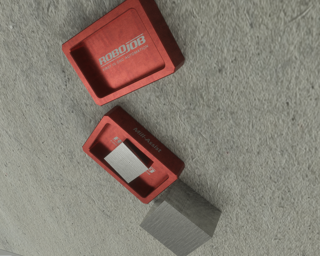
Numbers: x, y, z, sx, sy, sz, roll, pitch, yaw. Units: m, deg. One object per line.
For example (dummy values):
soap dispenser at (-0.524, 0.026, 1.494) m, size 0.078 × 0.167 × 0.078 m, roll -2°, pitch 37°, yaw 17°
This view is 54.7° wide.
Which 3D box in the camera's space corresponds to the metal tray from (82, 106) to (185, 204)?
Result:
metal tray at (-0.041, 0.042, 0.448) m, size 0.130 × 0.030 × 0.090 m, roll 41°, pitch 129°, yaw -1°

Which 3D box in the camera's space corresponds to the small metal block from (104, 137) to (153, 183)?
small metal block at (-0.042, 0.043, 0.438) m, size 0.050 × 0.025 × 0.050 m, roll 47°, pitch 129°, yaw -5°

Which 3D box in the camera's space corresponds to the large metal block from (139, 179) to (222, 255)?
large metal block at (0.030, 0.134, 0.457) m, size 0.080 × 0.050 × 0.080 m, roll 38°, pitch 129°, yaw 2°

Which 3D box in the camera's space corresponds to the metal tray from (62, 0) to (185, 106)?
metal tray at (-0.047, -0.089, 0.371) m, size 0.130 × 0.030 × 0.090 m, roll -19°, pitch 109°, yaw 35°
